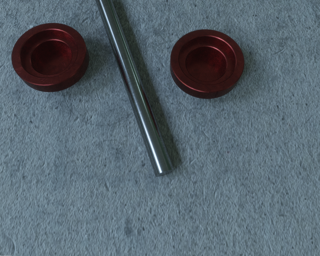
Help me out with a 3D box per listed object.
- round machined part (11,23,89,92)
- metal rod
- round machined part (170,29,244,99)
[{"bbox_3d":[-0.148,-0.093,0.431,0.099,0.042,0.098,0,70,-1],"label":"round machined part"},{"bbox_3d":[-0.042,-0.076,0.435,0.025,0.025,0.299,-18,71,-7],"label":"metal rod"},{"bbox_3d":[0.063,-0.084,0.431,0.099,0.042,0.098,0,70,-1],"label":"round machined part"}]
